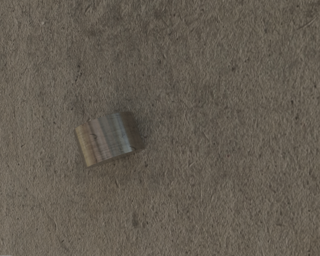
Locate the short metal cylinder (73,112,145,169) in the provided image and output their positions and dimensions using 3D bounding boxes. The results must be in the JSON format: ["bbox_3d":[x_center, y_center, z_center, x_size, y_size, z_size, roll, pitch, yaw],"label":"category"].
[{"bbox_3d":[-0.065,0.016,0.403,0.080,0.080,0.050,-21,83,19],"label":"short metal cylinder"}]
